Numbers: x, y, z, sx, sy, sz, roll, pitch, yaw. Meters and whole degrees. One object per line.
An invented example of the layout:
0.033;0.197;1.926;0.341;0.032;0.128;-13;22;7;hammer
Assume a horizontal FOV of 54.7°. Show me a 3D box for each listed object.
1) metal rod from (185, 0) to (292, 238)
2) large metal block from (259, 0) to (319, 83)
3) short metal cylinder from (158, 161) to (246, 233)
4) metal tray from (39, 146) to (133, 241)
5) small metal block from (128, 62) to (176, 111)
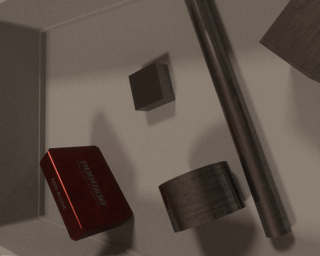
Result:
0.077;-0.034;0.341;0.025;0.025;0.299;-26;74;37;metal rod
0.141;-0.083;0.254;0.050;0.081;0.080;49;119;28;large metal block
0.044;0.074;0.333;0.080;0.081;0.050;-32;71;35;short metal cylinder
-0.107;0.087;0.449;0.030;0.091;0.130;-47;62;29;metal tray
-0.011;-0.054;0.414;0.050;0.025;0.050;-20;78;38;small metal block
